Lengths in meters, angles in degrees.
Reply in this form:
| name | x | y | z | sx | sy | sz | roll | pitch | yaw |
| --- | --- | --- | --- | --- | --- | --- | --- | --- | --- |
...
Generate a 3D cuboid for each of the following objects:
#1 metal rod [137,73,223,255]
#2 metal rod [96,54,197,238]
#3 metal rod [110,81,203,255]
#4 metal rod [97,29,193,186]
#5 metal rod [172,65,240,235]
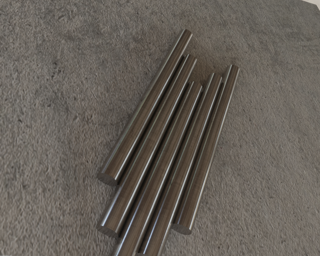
| name | x | y | z | sx | sy | sz | roll | pitch | yaw |
| --- | --- | --- | --- | --- | --- | --- | --- | --- | --- |
| metal rod | 0.038 | 0.028 | 0.410 | 0.025 | 0.025 | 0.301 | 32 | 52 | -8 |
| metal rod | -0.003 | -0.002 | 0.406 | 0.025 | 0.025 | 0.301 | 32 | 51 | -8 |
| metal rod | 0.003 | 0.045 | 0.381 | 0.025 | 0.025 | 0.301 | 32 | 51 | -8 |
| metal rod | -0.007 | -0.050 | 0.433 | 0.025 | 0.025 | 0.301 | 32 | 52 | -8 |
| metal rod | 0.075 | 0.008 | 0.442 | 0.025 | 0.025 | 0.301 | 32 | 52 | -8 |
